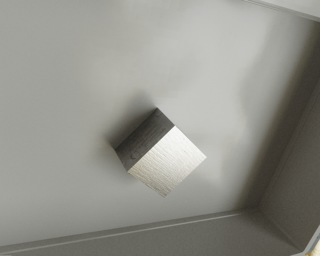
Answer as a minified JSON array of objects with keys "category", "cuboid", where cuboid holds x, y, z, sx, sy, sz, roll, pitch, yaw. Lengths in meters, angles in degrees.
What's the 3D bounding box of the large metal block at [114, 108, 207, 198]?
[{"category":"large metal block","cuboid":[0.001,0.034,0.414,0.080,0.050,0.080,-44,129,3]}]
